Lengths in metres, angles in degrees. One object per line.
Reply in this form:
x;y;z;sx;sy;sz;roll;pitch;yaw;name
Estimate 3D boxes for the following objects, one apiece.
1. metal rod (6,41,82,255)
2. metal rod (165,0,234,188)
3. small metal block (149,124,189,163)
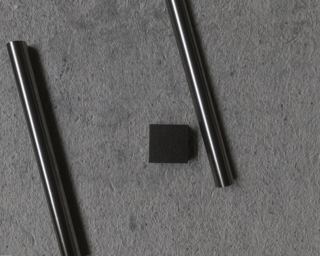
-0.152;0.034;0.408;0.025;0.025;0.298;-15;90;0;metal rod
0.047;-0.069;0.410;0.025;0.025;0.298;-15;90;0;metal rod
0.011;0.020;0.410;0.050;0.025;0.050;1;90;0;small metal block
